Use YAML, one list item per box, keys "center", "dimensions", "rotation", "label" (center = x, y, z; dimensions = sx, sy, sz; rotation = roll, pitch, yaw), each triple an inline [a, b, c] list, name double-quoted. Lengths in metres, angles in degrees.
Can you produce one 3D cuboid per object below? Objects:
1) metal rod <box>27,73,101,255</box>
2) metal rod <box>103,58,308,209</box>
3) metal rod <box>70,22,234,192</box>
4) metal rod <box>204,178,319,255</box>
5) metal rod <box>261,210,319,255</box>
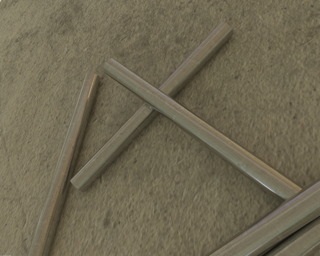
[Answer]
- center: [-0.133, 0.048, 0.442]
  dimensions: [0.025, 0.025, 0.299]
  rotation: [-5, 59, 25]
  label: "metal rod"
- center: [0.030, -0.010, 0.370]
  dimensions: [0.300, 0.025, 0.025]
  rotation: [38, 83, 31]
  label: "metal rod"
- center: [-0.008, -0.032, 0.425]
  dimensions: [0.300, 0.025, 0.025]
  rotation: [-47, 52, -5]
  label: "metal rod"
- center: [0.101, 0.088, 0.275]
  dimensions: [0.300, 0.025, 0.025]
  rotation: [-38, 51, 10]
  label: "metal rod"
- center: [0.096, 0.126, 0.275]
  dimensions: [0.300, 0.025, 0.025]
  rotation: [-39, 51, 1]
  label: "metal rod"
